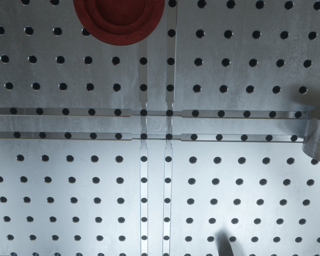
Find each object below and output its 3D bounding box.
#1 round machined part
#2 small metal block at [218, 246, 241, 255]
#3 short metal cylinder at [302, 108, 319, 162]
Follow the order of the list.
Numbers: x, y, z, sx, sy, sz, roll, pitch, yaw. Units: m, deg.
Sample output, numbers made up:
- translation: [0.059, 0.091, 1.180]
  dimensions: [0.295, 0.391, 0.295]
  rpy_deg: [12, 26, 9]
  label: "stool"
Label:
- translation: [-0.044, -0.145, 0.350]
  dimensions: [0.099, 0.042, 0.097]
  rpy_deg: [0, 110, 0]
  label: "round machined part"
- translation: [0.121, 0.223, 0.483]
  dimensions: [0.025, 0.050, 0.050]
  rpy_deg: [-39, 106, 13]
  label: "small metal block"
- translation: [0.227, 0.010, 0.390]
  dimensions: [0.081, 0.080, 0.050]
  rpy_deg: [1, 110, -1]
  label: "short metal cylinder"
